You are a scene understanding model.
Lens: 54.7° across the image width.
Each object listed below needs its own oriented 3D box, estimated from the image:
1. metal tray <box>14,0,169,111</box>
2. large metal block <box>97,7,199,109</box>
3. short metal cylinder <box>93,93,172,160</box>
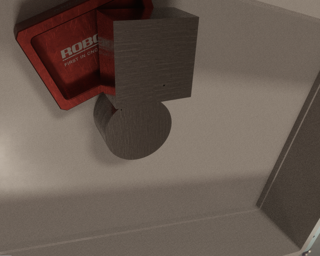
[{"bbox_3d":[-0.064,-0.087,0.317,0.131,0.030,0.090,-29,129,-10],"label":"metal tray"},{"bbox_3d":[-0.013,-0.071,0.303,0.081,0.050,0.079,-11,124,-23],"label":"large metal block"},{"bbox_3d":[-0.033,-0.009,0.370,0.081,0.050,0.079,-14,125,-21],"label":"short metal cylinder"}]
